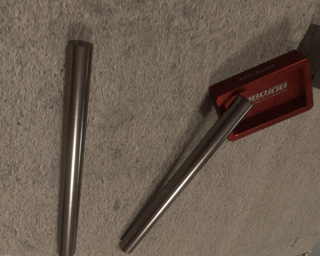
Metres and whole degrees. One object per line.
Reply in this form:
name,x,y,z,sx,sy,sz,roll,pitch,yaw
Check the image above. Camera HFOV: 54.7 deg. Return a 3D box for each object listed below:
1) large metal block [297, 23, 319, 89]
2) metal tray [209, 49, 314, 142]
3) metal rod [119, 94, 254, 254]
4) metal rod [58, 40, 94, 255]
large metal block,0.250,-0.101,0.468,0.081,0.050,0.079,10,113,-33
metal tray,0.144,-0.042,0.436,0.130,0.030,0.090,-23,129,5
metal rod,0.028,0.077,0.449,0.025,0.025,0.299,21,114,-37
metal rod,-0.107,0.046,0.377,0.025,0.025,0.298,-3,120,-27
